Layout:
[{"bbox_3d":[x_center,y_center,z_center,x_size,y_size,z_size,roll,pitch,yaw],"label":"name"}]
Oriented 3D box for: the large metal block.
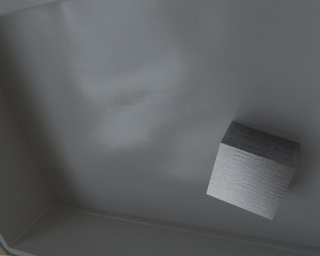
[{"bbox_3d":[0.108,0.049,0.366,0.080,0.050,0.079,19,126,17],"label":"large metal block"}]
